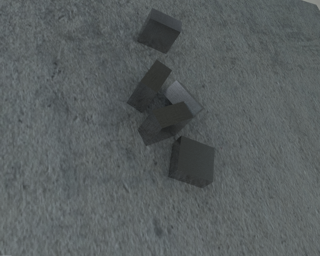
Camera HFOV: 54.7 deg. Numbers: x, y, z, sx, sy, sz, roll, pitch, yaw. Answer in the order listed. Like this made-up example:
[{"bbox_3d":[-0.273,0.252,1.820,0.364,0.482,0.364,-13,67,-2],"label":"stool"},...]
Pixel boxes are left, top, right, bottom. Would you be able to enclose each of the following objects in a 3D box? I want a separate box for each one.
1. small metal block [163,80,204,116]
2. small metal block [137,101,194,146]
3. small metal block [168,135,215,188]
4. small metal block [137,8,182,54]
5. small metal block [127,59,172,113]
[{"bbox_3d":[0.034,-0.038,0.430,0.050,0.025,0.050,49,11,5],"label":"small metal block"},{"bbox_3d":[0.006,-0.005,0.395,0.050,0.050,0.025,-19,72,-34],"label":"small metal block"},{"bbox_3d":[0.041,0.044,0.401,0.050,0.025,0.050,21,54,-16],"label":"small metal block"},{"bbox_3d":[-0.001,-0.149,0.480,0.050,0.050,0.025,19,54,-17],"label":"small metal block"},{"bbox_3d":[-0.014,-0.055,0.415,0.025,0.050,0.050,35,51,-6],"label":"small metal block"}]
